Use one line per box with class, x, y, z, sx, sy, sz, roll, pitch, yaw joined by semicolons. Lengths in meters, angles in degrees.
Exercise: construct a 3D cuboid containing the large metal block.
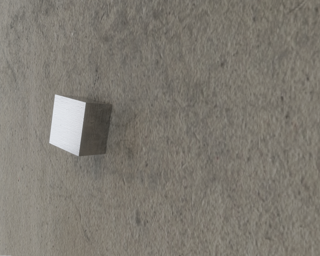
large metal block;-0.126;-0.006;0.490;0.080;0.050;0.079;16;100;38
